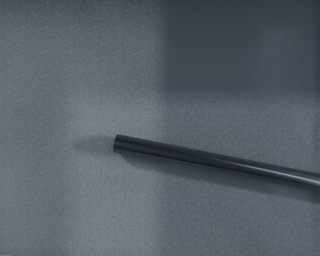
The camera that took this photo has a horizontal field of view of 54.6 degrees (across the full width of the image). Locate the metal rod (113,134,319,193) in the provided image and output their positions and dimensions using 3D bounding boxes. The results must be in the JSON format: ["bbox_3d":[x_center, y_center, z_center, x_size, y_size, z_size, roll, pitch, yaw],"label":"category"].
[{"bbox_3d":[0.089,0.049,0.411,0.301,0.025,0.025,11,90,0],"label":"metal rod"}]
